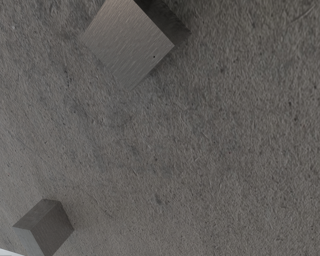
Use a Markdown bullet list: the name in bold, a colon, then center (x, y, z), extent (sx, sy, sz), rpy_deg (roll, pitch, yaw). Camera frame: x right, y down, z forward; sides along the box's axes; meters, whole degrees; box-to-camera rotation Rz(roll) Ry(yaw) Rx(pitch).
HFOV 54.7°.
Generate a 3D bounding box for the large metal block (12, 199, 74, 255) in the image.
- **large metal block**: center (-0.229, 0.200, 0.616), extent (0.050, 0.080, 0.080), rpy_deg (-1, 118, 29)

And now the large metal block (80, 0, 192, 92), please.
- **large metal block**: center (-0.027, -0.101, 0.342), extent (0.080, 0.050, 0.080), rpy_deg (47, 129, -5)
